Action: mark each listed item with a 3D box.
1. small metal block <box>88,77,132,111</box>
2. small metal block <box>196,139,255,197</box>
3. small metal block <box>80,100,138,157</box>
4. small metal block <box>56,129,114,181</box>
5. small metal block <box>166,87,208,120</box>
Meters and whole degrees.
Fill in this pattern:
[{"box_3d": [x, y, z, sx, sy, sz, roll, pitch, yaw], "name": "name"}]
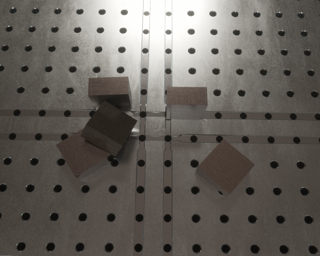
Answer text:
[{"box_3d": [-0.065, -0.045, 0.414, 0.050, 0.050, 0.025, -2, 70, -1], "name": "small metal block"}, {"box_3d": [0.082, 0.051, 0.394, 0.050, 0.025, 0.050, 41, 75, 13], "name": "small metal block"}, {"box_3d": [-0.064, 0.000, 0.393, 0.050, 0.025, 0.050, 32, 44, -6], "name": "small metal block"}, {"box_3d": [-0.096, 0.031, 0.399, 0.050, 0.025, 0.050, -33, 74, -12], "name": "small metal block"}, {"box_3d": [0.034, -0.032, 0.411, 0.050, 0.050, 0.025, 1, 70, 0], "name": "small metal block"}]
